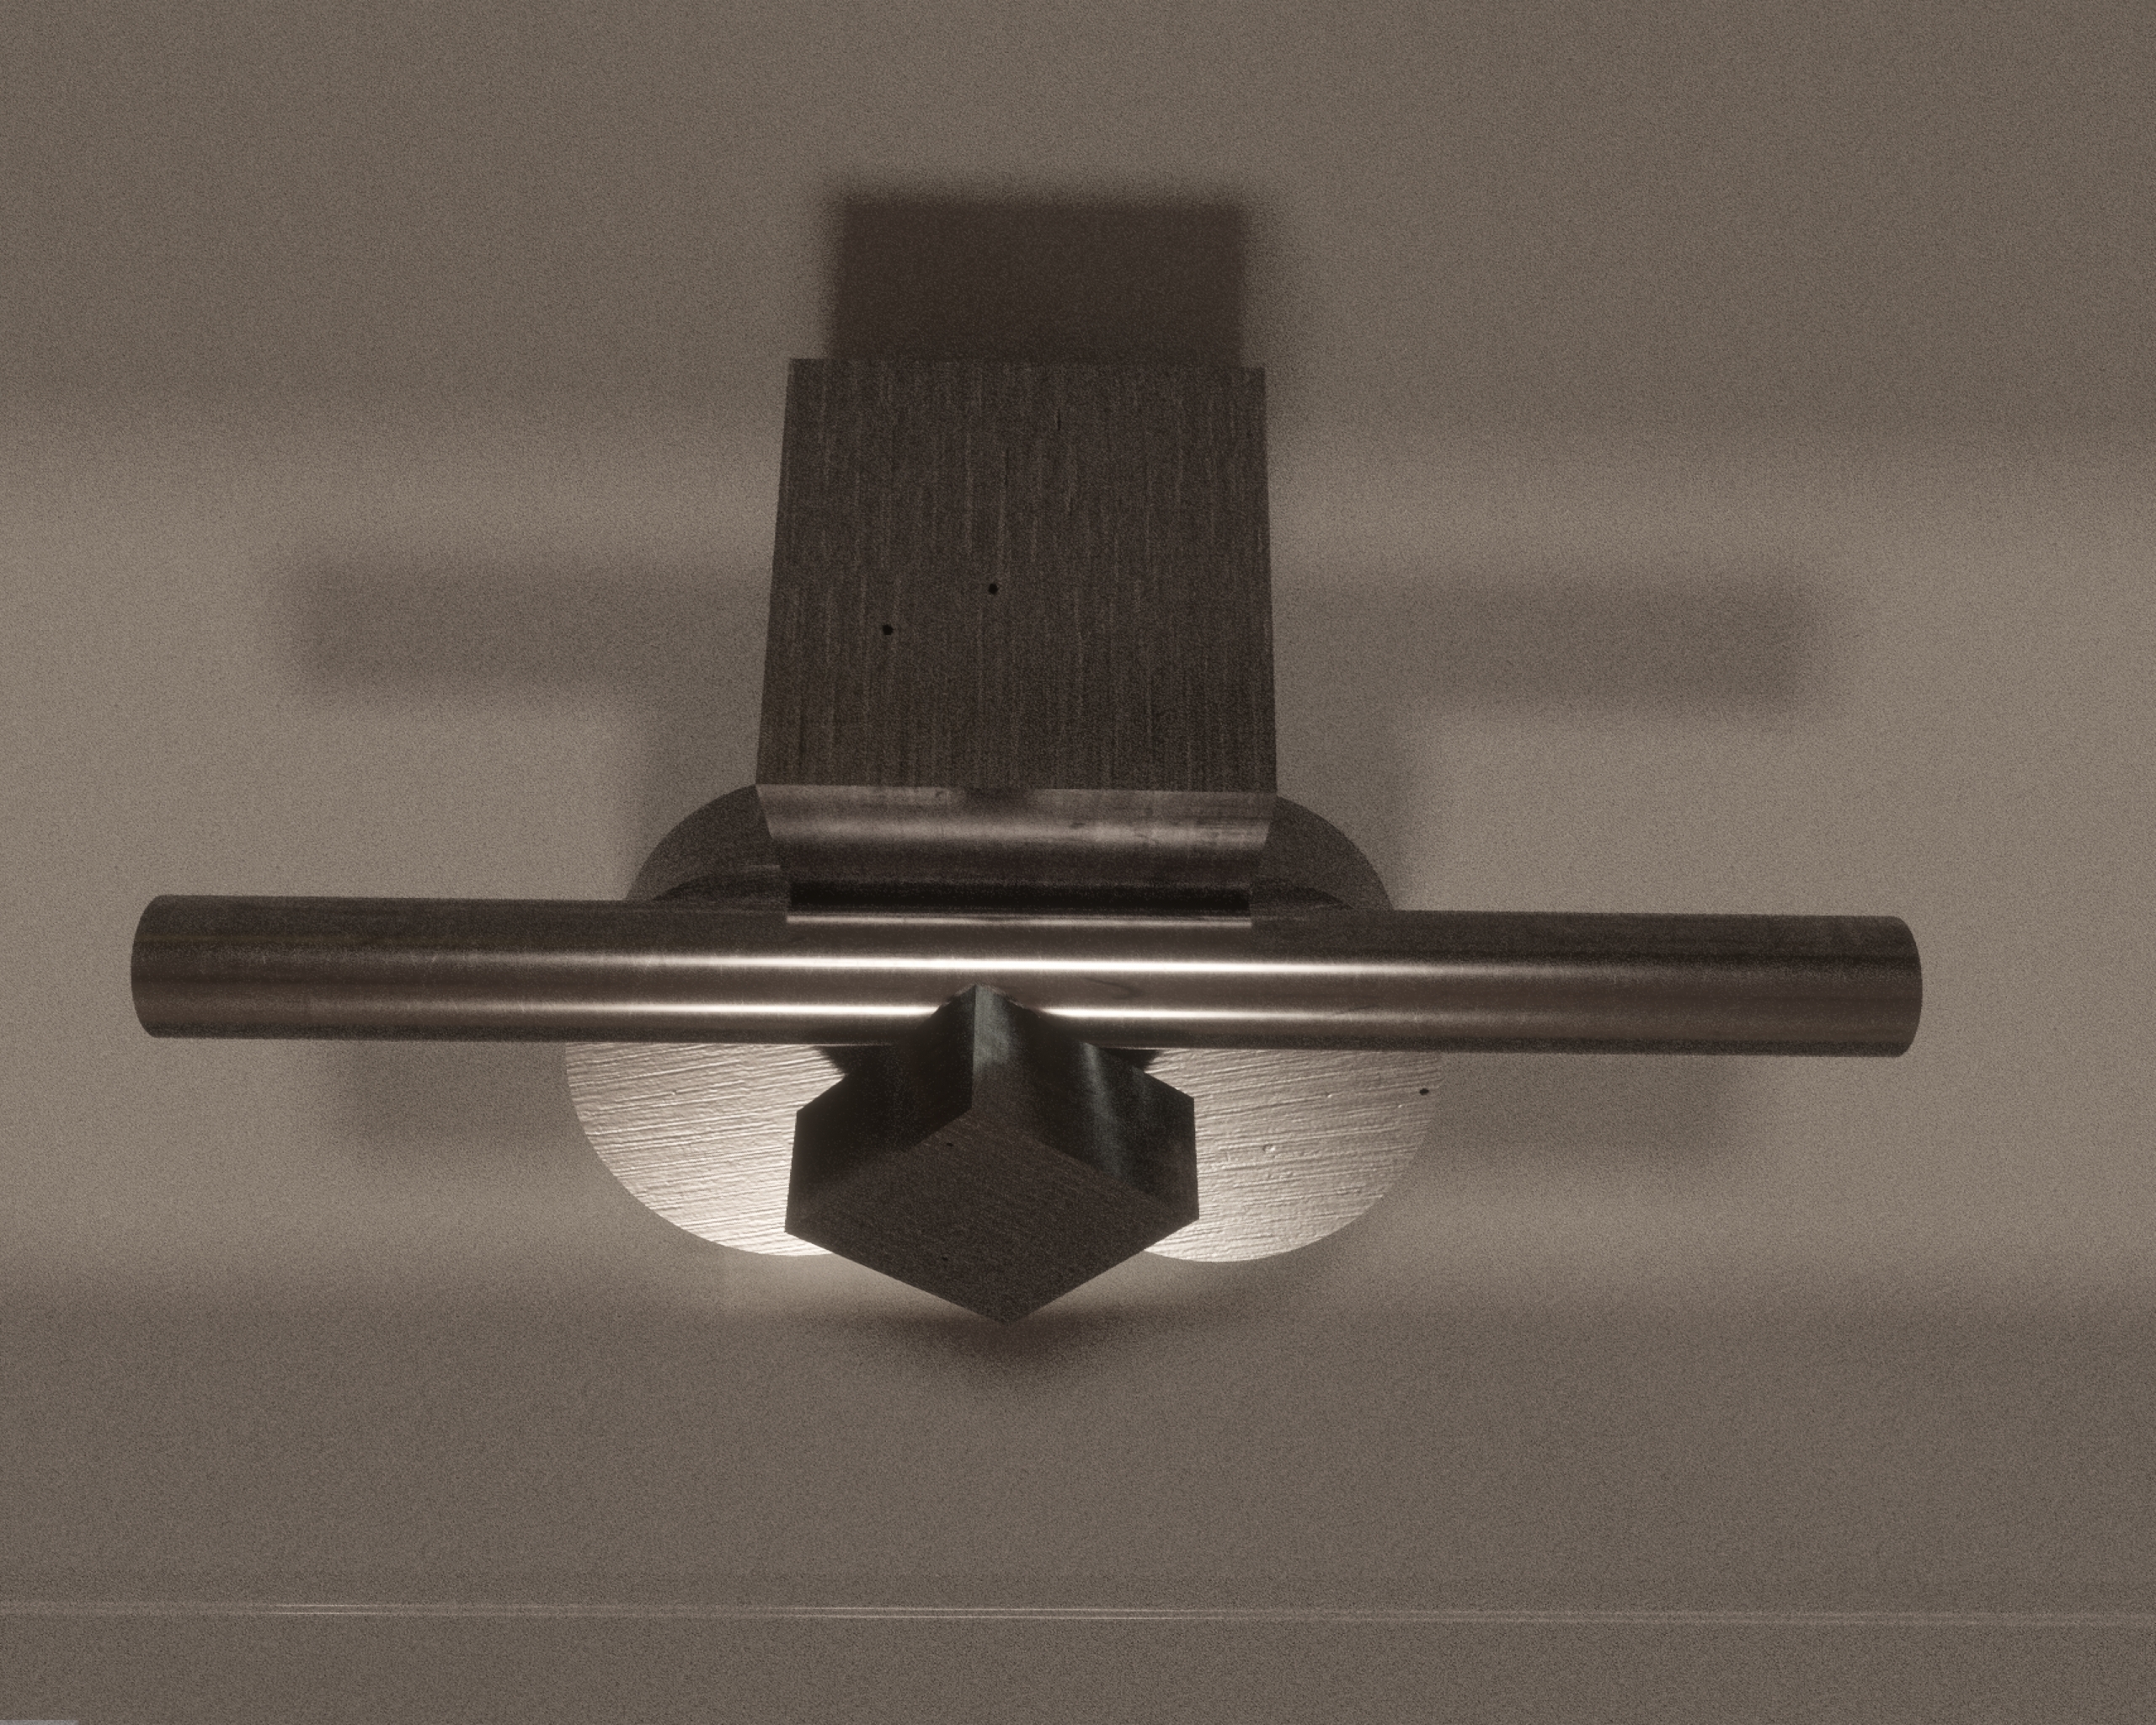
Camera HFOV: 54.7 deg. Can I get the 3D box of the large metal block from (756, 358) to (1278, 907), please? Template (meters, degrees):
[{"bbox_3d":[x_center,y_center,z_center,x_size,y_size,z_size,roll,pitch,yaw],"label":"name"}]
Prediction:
[{"bbox_3d":[-0.009,-0.038,0.360,0.081,0.050,0.080,1,67,-1],"label":"large metal block"}]

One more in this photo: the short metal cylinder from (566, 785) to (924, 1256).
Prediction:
[{"bbox_3d":[-0.054,0.029,0.407,0.081,0.050,0.079,0,110,-1],"label":"short metal cylinder"}]

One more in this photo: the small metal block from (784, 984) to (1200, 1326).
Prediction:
[{"bbox_3d":[-0.015,0.053,0.364,0.050,0.025,0.050,30,130,-30],"label":"small metal block"}]

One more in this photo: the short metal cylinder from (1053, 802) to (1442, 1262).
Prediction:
[{"bbox_3d":[0.027,0.030,0.408,0.081,0.050,0.079,0,110,-1],"label":"short metal cylinder"}]

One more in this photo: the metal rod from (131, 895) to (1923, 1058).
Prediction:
[{"bbox_3d":[-0.008,0.020,0.364,0.302,0.025,0.025,1,110,-1],"label":"metal rod"}]
